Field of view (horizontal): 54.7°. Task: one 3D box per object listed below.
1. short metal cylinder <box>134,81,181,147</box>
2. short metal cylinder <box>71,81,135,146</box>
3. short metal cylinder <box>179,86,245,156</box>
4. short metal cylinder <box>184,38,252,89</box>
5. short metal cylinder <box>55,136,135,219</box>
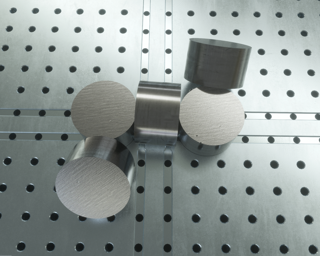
[{"bbox_3d":[-0.002,-0.018,0.389,0.050,0.080,0.080,5,70,1],"label":"short metal cylinder"},{"bbox_3d":[-0.069,-0.014,0.402,0.081,0.050,0.080,0,70,0],"label":"short metal cylinder"},{"bbox_3d":[0.063,-0.009,0.402,0.081,0.050,0.080,0,70,0],"label":"short metal cylinder"},{"bbox_3d":[0.075,-0.087,0.408,0.080,0.080,0.050,8,112,2],"label":"short metal cylinder"},{"bbox_3d":[-0.071,0.056,0.355,0.081,0.050,0.079,0,114,1],"label":"short metal cylinder"}]
